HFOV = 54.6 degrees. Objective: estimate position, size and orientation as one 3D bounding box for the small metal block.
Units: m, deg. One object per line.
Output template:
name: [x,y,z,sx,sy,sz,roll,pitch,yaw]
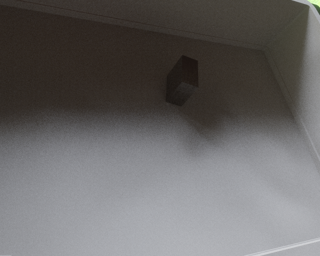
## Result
small metal block: [0.031,-0.067,0.447,0.025,0.050,0.050,16,55,-19]
